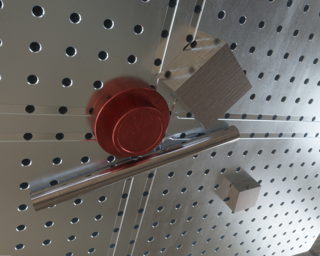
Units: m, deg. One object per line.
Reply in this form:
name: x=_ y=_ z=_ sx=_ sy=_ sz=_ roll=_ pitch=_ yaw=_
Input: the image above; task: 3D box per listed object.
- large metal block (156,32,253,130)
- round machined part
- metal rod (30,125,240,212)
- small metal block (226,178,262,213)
large metal block: x=0.057 y=-0.059 z=0.392 sx=0.080 sy=0.050 sz=0.080 roll=-44 pitch=130 yaw=2
round machined part: x=-0.032 y=-0.004 z=0.382 sx=0.099 sy=0.042 sz=0.097 roll=-14 pitch=125 yaw=-21
metal rod: x=-0.020 y=0.050 z=0.432 sx=0.302 sy=0.025 sz=0.025 roll=-17 pitch=126 yaw=-19
small metal block: x=0.156 y=0.125 z=0.577 sx=0.050 sy=0.025 sz=0.050 roll=-9 pitch=122 yaw=-24
